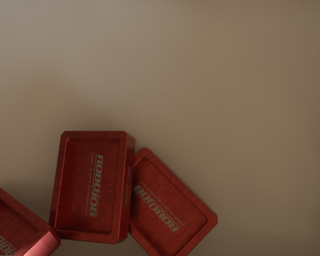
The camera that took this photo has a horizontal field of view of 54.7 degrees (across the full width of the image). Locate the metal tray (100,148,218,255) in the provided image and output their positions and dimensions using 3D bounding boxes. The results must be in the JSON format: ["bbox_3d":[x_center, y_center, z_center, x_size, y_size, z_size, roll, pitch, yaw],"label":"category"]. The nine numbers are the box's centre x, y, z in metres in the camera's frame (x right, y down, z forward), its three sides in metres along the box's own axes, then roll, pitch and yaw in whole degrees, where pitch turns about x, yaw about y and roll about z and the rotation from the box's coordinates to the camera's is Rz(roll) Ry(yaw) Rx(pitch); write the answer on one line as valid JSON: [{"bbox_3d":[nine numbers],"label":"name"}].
[{"bbox_3d":[-0.003,0.100,0.393,0.130,0.030,0.090,44,89,14],"label":"metal tray"}]

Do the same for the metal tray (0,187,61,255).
[{"bbox_3d":[-0.187,0.126,0.349,0.090,0.130,0.030,-44,135,-33],"label":"metal tray"}]

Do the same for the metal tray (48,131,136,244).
[{"bbox_3d":[-0.082,0.069,0.381,0.090,0.030,0.129,0,76,15],"label":"metal tray"}]
